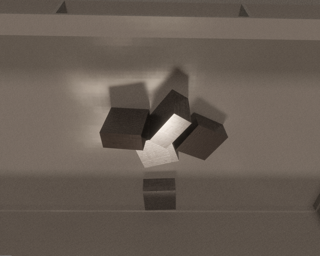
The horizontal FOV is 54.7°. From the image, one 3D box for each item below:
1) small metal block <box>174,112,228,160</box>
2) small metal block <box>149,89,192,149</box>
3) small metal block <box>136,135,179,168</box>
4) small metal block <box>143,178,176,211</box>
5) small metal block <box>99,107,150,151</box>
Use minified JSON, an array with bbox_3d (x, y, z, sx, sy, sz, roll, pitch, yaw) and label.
[{"bbox_3d":[0.053,0.012,0.415,0.050,0.025,0.050,21,125,-27],"label":"small metal block"},{"bbox_3d":[0.012,-0.011,0.383,0.025,0.050,0.050,28,124,-22],"label":"small metal block"},{"bbox_3d":[-0.005,0.025,0.431,0.050,0.025,0.050,-13,129,11],"label":"small metal block"},{"bbox_3d":[0.000,0.108,0.501,0.050,0.025,0.050,-2,130,1],"label":"small metal block"},{"bbox_3d":[-0.042,0.000,0.387,0.050,0.050,0.025,4,131,9],"label":"small metal block"}]
